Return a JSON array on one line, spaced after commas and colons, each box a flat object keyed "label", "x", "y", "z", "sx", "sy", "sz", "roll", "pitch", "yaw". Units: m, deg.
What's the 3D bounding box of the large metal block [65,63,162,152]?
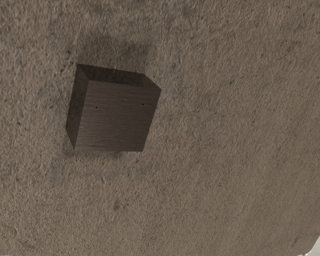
[{"label": "large metal block", "x": -0.055, "y": -0.021, "z": 0.349, "sx": 0.081, "sy": 0.050, "sz": 0.079, "roll": 3, "pitch": 117, "yaw": -31}]
